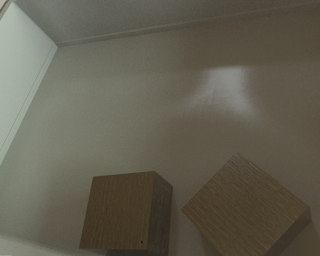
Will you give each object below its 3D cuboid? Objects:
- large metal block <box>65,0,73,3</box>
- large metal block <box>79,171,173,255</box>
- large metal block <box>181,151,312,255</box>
[{"bbox_3d":[-0.197,-0.346,0.709,0.080,0.050,0.080,-27,52,11],"label":"large metal block"},{"bbox_3d":[-0.035,0.098,0.348,0.080,0.050,0.080,-9,58,23],"label":"large metal block"},{"bbox_3d":[0.082,0.083,0.296,0.080,0.050,0.080,-45,51,-4],"label":"large metal block"}]
